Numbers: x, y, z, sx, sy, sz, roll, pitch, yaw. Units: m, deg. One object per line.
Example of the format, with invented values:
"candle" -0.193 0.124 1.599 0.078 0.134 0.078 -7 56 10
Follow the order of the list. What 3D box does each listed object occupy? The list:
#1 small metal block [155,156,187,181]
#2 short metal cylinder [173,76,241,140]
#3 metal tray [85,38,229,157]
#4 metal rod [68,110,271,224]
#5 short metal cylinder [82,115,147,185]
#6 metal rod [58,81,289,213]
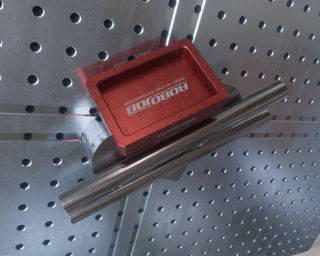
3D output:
"small metal block" 0.013 0.047 0.448 0.050 0.025 0.050 16 110 -35
"short metal cylinder" 0.060 -0.030 0.412 0.081 0.050 0.079 -14 125 -21
"metal tray" -0.003 -0.037 0.344 0.131 0.090 0.030 -26 160 -13
"metal rod" 0.021 0.044 0.418 0.302 0.025 0.025 -26 128 -13
"short metal cylinder" -0.051 0.024 0.383 0.081 0.050 0.079 -14 125 -21
"metal rod" 0.026 0.016 0.371 0.302 0.025 0.025 -27 128 -12
